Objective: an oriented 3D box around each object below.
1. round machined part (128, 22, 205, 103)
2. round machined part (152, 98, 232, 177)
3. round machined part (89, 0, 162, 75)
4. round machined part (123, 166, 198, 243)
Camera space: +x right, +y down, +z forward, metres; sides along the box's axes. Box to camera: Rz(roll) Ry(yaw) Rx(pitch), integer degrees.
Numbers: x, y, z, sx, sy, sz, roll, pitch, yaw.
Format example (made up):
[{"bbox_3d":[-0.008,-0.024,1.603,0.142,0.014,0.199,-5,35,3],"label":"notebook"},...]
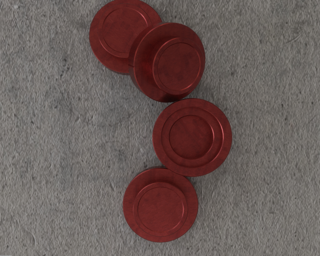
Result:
[{"bbox_3d":[0.014,-0.078,0.379,0.099,0.042,0.097,-10,113,-23],"label":"round machined part"},{"bbox_3d":[0.040,0.012,0.402,0.099,0.042,0.097,0,90,0],"label":"round machined part"},{"bbox_3d":[-0.043,-0.120,0.401,0.099,0.042,0.097,0,90,0],"label":"round machined part"},{"bbox_3d":[0.001,0.100,0.401,0.099,0.042,0.097,0,90,0],"label":"round machined part"}]
